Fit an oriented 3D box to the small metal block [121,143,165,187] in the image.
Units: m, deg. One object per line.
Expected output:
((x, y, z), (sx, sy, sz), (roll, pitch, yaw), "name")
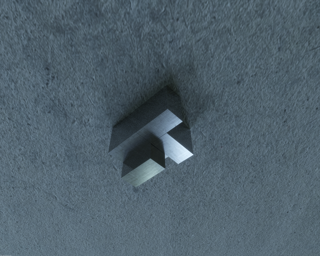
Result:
((-0.021, 0.039, 0.392), (0.050, 0.050, 0.025), (-36, 122, 26), "small metal block")

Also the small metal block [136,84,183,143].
((-0.001, -0.017, 0.377), (0.050, 0.050, 0.025), (-36, 122, 26), "small metal block")

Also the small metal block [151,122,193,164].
((0.016, 0.010, 0.401), (0.025, 0.050, 0.050), (-35, 122, 26), "small metal block")

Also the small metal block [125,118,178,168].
((-0.012, 0.022, 0.427), (0.050, 0.025, 0.050), (-35, 122, 25), "small metal block")

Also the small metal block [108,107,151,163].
((-0.038, 0.009, 0.399), (0.050, 0.050, 0.025), (-36, 122, 26), "small metal block")
